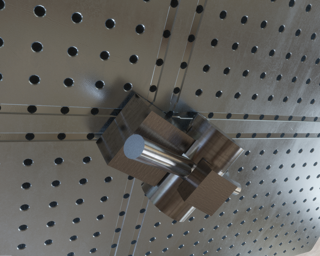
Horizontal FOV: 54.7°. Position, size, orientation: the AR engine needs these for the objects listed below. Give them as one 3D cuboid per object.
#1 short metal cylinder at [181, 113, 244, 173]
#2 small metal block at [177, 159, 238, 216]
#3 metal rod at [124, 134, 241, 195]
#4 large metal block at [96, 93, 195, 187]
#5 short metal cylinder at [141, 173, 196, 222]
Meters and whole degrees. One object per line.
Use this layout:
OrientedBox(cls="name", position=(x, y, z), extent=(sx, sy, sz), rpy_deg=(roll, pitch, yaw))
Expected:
OrientedBox(cls="short metal cylinder", position=(0.067, 0.023, 0.423), extent=(0.080, 0.080, 0.050), rpy_deg=(31, 101, -38))
OrientedBox(cls="small metal block", position=(0.058, 0.075, 0.383), extent=(0.050, 0.025, 0.050), rpy_deg=(35, 99, -30))
OrientedBox(cls="metal rod", position=(0.052, 0.062, 0.423), extent=(0.025, 0.025, 0.301), rpy_deg=(-50, 144, 7))
OrientedBox(cls="large metal block", position=(-0.018, 0.017, 0.388), extent=(0.080, 0.050, 0.080), rpy_deg=(33, 100, -39))
OrientedBox(cls="short metal cylinder", position=(0.021, 0.084, 0.434), extent=(0.080, 0.080, 0.050), rpy_deg=(34, 99, -39))
